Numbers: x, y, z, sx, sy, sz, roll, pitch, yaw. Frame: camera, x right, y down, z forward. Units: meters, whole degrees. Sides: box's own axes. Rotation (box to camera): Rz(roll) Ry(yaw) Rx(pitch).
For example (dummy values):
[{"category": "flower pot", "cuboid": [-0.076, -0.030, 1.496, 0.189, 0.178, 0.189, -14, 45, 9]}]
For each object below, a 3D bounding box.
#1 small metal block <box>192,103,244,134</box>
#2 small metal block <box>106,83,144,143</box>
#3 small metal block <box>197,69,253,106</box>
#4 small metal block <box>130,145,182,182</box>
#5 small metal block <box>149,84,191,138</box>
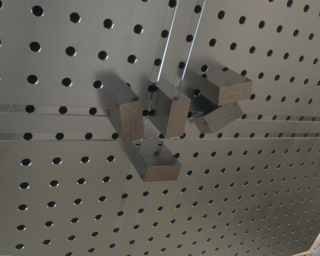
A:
[{"category": "small metal block", "cuboid": [0.079, -0.016, 0.427, 0.050, 0.050, 0.025, -29, 95, -10]}, {"category": "small metal block", "cuboid": [-0.041, -0.018, 0.362, 0.025, 0.050, 0.050, -16, 125, -20]}, {"category": "small metal block", "cuboid": [0.085, -0.055, 0.409, 0.050, 0.050, 0.025, -13, 123, -22]}, {"category": "small metal block", "cuboid": [-0.006, 0.047, 0.423, 0.050, 0.050, 0.025, 3, 117, -30]}, {"category": "small metal block", "cuboid": [0.011, -0.023, 0.389, 0.025, 0.050, 0.050, -5, 121, -27]}]
